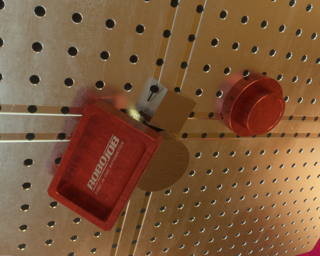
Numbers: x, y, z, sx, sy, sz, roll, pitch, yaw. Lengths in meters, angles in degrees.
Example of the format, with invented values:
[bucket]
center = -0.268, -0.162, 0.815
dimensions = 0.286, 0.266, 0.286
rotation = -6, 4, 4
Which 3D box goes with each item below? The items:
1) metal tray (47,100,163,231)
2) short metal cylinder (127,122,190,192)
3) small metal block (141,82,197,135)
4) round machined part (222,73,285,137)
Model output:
[metal tray]
center = -0.066, 0.045, 0.365
dimensions = 0.090, 0.030, 0.129
rotation = 30, 106, 6
[short metal cylinder]
center = -0.008, 0.038, 0.414
dimensions = 0.081, 0.050, 0.079
rotation = -14, 124, -21
[small metal block]
center = 0.012, -0.025, 0.402
dimensions = 0.050, 0.025, 0.050
rotation = 19, 108, -36
[round machined part]
center = 0.146, -0.028, 0.462
dimensions = 0.099, 0.042, 0.097
rotation = -14, 124, -21
